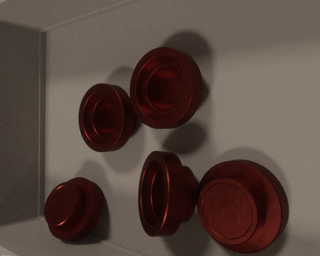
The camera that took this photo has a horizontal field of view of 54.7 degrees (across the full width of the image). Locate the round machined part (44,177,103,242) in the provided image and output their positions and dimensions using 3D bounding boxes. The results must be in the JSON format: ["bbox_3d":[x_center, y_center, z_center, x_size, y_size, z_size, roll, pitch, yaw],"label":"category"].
[{"bbox_3d":[-0.141,0.123,0.484,0.098,0.042,0.098,-17,54,26],"label":"round machined part"}]

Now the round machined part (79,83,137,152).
[{"bbox_3d":[-0.072,-0.014,0.453,0.098,0.042,0.097,0,90,39],"label":"round machined part"}]

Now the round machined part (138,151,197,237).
[{"bbox_3d":[0.010,0.077,0.368,0.098,0.042,0.097,-172,90,-69],"label":"round machined part"}]

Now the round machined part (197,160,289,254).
[{"bbox_3d":[0.080,0.084,0.329,0.098,0.042,0.097,0,90,39],"label":"round machined part"}]

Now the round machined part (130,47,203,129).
[{"bbox_3d":[0.012,-0.048,0.384,0.098,0.042,0.097,0,90,39],"label":"round machined part"}]
